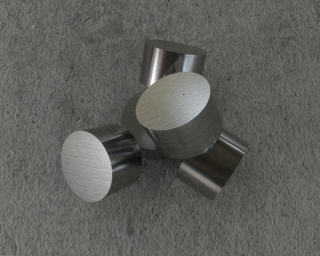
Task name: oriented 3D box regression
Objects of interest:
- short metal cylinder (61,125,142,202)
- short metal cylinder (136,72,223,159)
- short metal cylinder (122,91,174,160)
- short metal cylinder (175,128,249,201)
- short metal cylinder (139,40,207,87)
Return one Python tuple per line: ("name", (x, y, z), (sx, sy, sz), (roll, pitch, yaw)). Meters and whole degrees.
("short metal cylinder", (-0.068, 0.039, 0.360), (0.080, 0.050, 0.079), (7, 102, 34))
("short metal cylinder", (0.021, -0.014, 0.330), (0.080, 0.050, 0.080), (-15, 46, 17))
("short metal cylinder", (-0.006, -0.003, 0.397), (0.081, 0.050, 0.080), (0, 70, -1))
("short metal cylinder", (0.061, 0.038, 0.366), (0.050, 0.080, 0.080), (33, 73, 11))
("short metal cylinder", (0.016, -0.081, 0.403), (0.080, 0.080, 0.050), (13, 114, 4))
